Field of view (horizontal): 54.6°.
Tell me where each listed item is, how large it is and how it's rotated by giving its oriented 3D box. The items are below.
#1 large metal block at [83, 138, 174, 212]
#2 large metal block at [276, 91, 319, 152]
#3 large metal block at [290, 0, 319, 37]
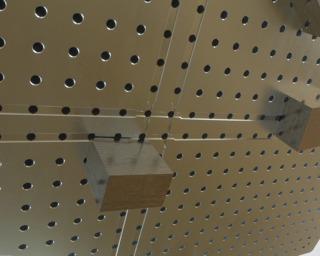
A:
[{"bbox_3d":[-0.042,0.055,0.386,0.081,0.080,0.050,3,117,-30],"label":"large metal block"},{"bbox_3d":[0.254,-0.013,0.524,0.081,0.050,0.079,-10,123,-23],"label":"large metal block"},{"bbox_3d":[0.227,-0.176,0.409,0.080,0.050,0.080,-48,129,6],"label":"large metal block"}]
